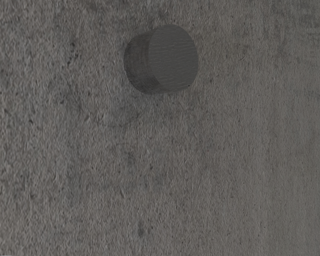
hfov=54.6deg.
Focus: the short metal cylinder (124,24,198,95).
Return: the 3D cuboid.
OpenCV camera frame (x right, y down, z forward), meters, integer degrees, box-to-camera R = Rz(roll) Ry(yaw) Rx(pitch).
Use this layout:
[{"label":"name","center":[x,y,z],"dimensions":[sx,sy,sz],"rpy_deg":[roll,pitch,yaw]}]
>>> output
[{"label":"short metal cylinder","center":[0.002,-0.084,0.389],"dimensions":[0.081,0.050,0.080],"rpy_deg":[0,90,-40]}]
